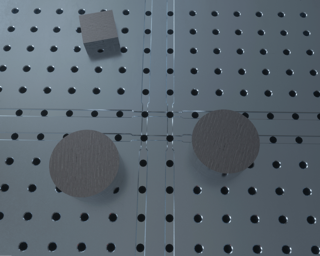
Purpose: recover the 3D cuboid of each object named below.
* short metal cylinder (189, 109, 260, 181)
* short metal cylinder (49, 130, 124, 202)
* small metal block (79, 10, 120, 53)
[{"bbox_3d":[0.078,0.023,0.390,0.081,0.050,0.080,0,70,0],"label":"short metal cylinder"},{"bbox_3d":[-0.087,0.048,0.380,0.081,0.050,0.080,0,70,0],"label":"short metal cylinder"},{"bbox_3d":[-0.090,-0.145,0.464,0.050,0.025,0.050,-12,71,-5],"label":"small metal block"}]
